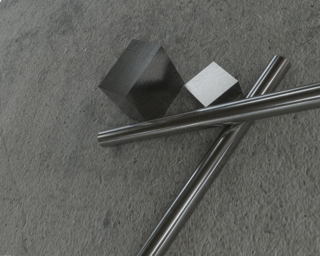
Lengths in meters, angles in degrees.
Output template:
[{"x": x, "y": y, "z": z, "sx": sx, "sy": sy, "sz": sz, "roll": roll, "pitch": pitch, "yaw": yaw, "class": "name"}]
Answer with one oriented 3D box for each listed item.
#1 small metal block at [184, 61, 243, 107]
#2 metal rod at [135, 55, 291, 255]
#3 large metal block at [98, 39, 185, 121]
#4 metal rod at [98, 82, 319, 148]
[{"x": 0.068, "y": -0.050, "z": 0.398, "sx": 0.050, "sy": 0.025, "sz": 0.050, "roll": -39, "pitch": 51, "yaw": 1, "class": "small metal block"}, {"x": 0.059, "y": 0.039, "z": 0.347, "sx": 0.025, "sy": 0.025, "sz": 0.300, "roll": 29, "pitch": 77, "yaw": 37, "class": "metal rod"}, {"x": -0.021, "y": -0.058, "z": 0.414, "sx": 0.050, "sy": 0.080, "sz": 0.080, "roll": 23, "pitch": 74, "yaw": 36, "class": "large metal block"}, {"x": 0.048, "y": -0.010, "z": 0.357, "sx": 0.300, "sy": 0.025, "sz": 0.025, "roll": -11, "pitch": 57, "yaw": 31, "class": "metal rod"}]
